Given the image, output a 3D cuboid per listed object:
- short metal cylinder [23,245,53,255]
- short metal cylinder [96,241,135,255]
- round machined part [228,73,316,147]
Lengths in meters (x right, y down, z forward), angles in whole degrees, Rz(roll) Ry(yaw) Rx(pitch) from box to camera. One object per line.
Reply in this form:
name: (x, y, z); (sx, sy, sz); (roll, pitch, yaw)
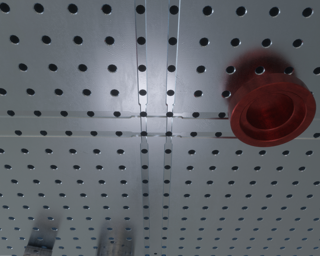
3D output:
short metal cylinder: (-0.249, 0.276, 0.608); (0.050, 0.080, 0.079); (17, 128, -14)
short metal cylinder: (-0.093, 0.272, 0.626); (0.081, 0.050, 0.079); (0, 130, 0)
round machined part: (0.133, -0.025, 0.380); (0.099, 0.042, 0.097); (0, 130, 0)
